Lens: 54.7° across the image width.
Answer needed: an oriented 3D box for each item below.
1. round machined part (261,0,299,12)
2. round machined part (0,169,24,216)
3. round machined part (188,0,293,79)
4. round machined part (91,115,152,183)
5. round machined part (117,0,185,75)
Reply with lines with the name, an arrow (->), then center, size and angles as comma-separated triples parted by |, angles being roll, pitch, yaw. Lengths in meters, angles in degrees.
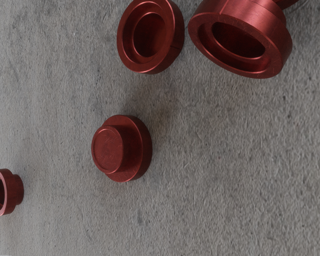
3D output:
round machined part -> 0.111, -0.161, 0.302 | 0.098, 0.042, 0.097 | 0, 90, 40
round machined part -> -0.330, 0.136, 0.667 | 0.098, 0.042, 0.097 | 0, 90, 40
round machined part -> 0.080, -0.093, 0.299 | 0.098, 0.098, 0.042 | 24, 79, 37
round machined part -> -0.061, 0.030, 0.445 | 0.098, 0.042, 0.097 | 0, 90, 40
round machined part -> -0.007, -0.118, 0.400 | 0.098, 0.042, 0.097 | 0, 90, 40
